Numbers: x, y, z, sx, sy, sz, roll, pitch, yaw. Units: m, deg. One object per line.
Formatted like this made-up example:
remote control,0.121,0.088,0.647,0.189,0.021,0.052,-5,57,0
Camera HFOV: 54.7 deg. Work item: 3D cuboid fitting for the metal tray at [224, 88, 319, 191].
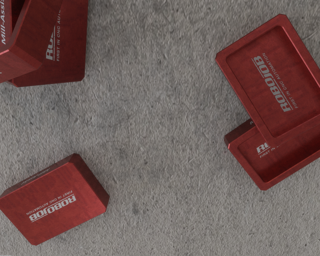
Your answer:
metal tray,0.165,0.014,0.413,0.130,0.030,0.090,-36,106,12

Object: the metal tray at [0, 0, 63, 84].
metal tray,-0.164,-0.089,0.316,0.130,0.090,0.030,-10,150,30

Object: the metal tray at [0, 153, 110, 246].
metal tray,-0.151,0.104,0.444,0.130,0.030,0.090,-28,108,9

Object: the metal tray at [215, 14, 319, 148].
metal tray,0.136,-0.054,0.366,0.090,0.030,0.130,-32,90,12

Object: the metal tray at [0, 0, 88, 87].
metal tray,-0.123,-0.114,0.332,0.030,0.091,0.129,22,114,33
